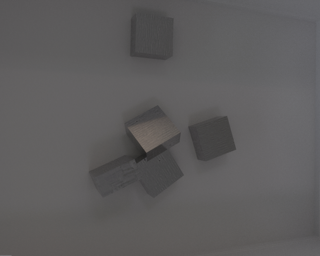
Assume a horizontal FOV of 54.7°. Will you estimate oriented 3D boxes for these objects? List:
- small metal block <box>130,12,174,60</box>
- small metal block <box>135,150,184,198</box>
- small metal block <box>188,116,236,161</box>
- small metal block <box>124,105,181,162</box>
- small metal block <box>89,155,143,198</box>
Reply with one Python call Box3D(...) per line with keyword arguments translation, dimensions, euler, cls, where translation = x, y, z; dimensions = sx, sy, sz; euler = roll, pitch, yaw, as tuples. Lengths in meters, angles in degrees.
Box3D(translation=(-0.011, -0.119, 0.406), dimensions=(0.050, 0.025, 0.050), euler=(1, 90, -20), cls="small metal block")
Box3D(translation=(-0.005, 0.055, 0.409), dimensions=(0.050, 0.025, 0.050), euler=(-34, 102, -17), cls="small metal block")
Box3D(translation=(0.074, 0.014, 0.438), dimensions=(0.050, 0.025, 0.050), euler=(-18, 96, -19), cls="small metal block")
Box3D(translation=(-0.009, 0.006, 0.394), dimensions=(0.050, 0.025, 0.050), euler=(-30, 63, -18), cls="small metal block")
Box3D(translation=(-0.055, 0.057, 0.377), dimensions=(0.050, 0.050, 0.025), euler=(-24, 98, -18), cls="small metal block")
